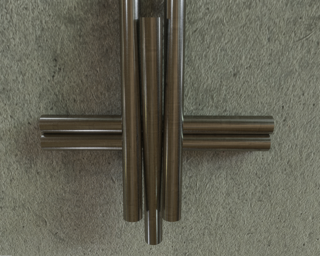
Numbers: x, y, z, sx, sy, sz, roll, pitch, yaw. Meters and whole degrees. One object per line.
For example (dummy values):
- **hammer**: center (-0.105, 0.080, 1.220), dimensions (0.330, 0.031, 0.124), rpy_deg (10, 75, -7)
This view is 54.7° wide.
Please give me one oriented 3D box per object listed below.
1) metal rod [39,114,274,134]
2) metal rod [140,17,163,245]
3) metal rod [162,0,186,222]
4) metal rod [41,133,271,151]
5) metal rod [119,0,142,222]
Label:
- **metal rod**: center (-0.003, -0.005, 0.410), dimensions (0.302, 0.025, 0.025), rpy_deg (0, 110, -1)
- **metal rod**: center (-0.009, 0.018, 0.390), dimensions (0.025, 0.025, 0.298), rpy_deg (0, 110, 0)
- **metal rod**: center (0.017, -0.028, 0.378), dimensions (0.025, 0.025, 0.298), rpy_deg (0, 102, -1)
- **metal rod**: center (-0.005, 0.019, 0.419), dimensions (0.302, 0.025, 0.025), rpy_deg (0, 110, -1)
- **metal rod**: center (-0.035, -0.027, 0.378), dimensions (0.025, 0.025, 0.298), rpy_deg (0, 102, -1)
